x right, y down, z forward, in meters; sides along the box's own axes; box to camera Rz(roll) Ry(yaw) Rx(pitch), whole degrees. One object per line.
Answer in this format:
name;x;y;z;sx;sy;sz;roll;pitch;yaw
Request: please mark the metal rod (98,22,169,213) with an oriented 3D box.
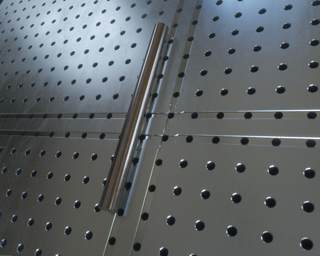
metal rod;-0.030;-0.031;0.441;0.025;0.025;0.300;0;61;28
